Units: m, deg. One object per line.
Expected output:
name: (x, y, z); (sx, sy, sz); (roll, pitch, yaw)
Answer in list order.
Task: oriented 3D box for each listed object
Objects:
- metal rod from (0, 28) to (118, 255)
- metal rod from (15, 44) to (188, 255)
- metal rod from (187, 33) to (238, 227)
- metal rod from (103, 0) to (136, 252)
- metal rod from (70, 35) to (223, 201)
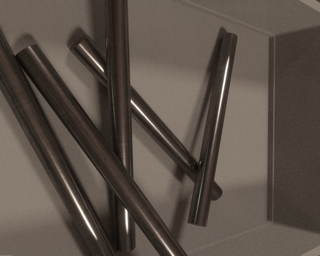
metal rod: (-0.106, 0.037, 0.318); (0.025, 0.025, 0.298); (-35, 112, -35)
metal rod: (-0.049, 0.048, 0.329); (0.025, 0.025, 0.299); (-41, 104, -33)
metal rod: (0.081, -0.011, 0.454); (0.025, 0.025, 0.299); (29, 65, -37)
metal rod: (-0.044, -0.003, 0.346); (0.025, 0.025, 0.298); (-10, 104, -40)
metal rod: (-0.001, 0.005, 0.407); (0.300, 0.025, 0.025); (48, 61, -30)
